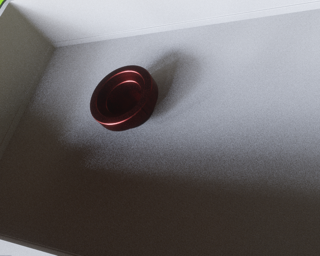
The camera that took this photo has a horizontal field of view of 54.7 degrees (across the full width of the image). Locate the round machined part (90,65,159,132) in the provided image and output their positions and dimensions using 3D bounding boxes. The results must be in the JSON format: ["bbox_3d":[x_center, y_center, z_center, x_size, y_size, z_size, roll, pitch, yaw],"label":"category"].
[{"bbox_3d":[-0.046,-0.038,0.441,0.098,0.042,0.098,-13,56,20],"label":"round machined part"}]
